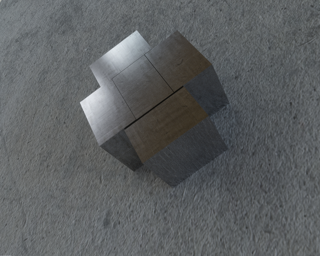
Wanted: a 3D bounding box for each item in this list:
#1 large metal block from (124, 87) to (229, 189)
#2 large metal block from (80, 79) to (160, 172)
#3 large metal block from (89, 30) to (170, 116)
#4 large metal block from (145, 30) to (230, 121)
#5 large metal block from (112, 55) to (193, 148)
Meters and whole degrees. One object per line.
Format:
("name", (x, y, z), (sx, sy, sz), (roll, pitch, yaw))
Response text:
("large metal block", (0.021, 0.014, 0.350), (0.080, 0.080, 0.050), (-36, 51, 4))
("large metal block", (-0.047, -0.002, 0.395), (0.050, 0.080, 0.080), (-36, 51, 4))
("large metal block", (-0.036, -0.073, 0.433), (0.080, 0.080, 0.050), (-36, 51, 4))
("large metal block", (0.035, -0.061, 0.389), (0.050, 0.080, 0.080), (-36, 51, 4))
("large metal block", (-0.006, -0.031, 0.392), (0.050, 0.080, 0.080), (-36, 51, 4))
